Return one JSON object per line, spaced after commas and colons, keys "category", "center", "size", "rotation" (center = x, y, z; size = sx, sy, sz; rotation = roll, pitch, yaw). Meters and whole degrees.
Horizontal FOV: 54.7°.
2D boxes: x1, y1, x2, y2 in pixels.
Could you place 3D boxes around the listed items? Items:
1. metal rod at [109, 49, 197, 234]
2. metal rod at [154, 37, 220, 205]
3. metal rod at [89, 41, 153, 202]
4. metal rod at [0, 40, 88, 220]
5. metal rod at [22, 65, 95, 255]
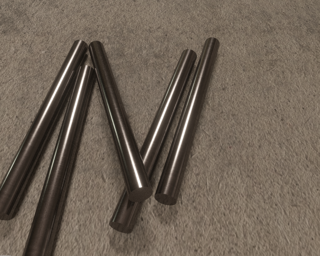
{"category": "metal rod", "center": [0.004, -0.008, 0.409], "size": [0.025, 0.025, 0.300], "rotation": [13, 51, 11]}
{"category": "metal rod", "center": [0.047, -0.032, 0.430], "size": [0.025, 0.025, 0.300], "rotation": [13, 51, 10]}
{"category": "metal rod", "center": [-0.063, -0.034, 0.412], "size": [0.025, 0.025, 0.300], "rotation": [-13, 46, -11]}
{"category": "metal rod", "center": [-0.150, -0.022, 0.419], "size": [0.025, 0.025, 0.300], "rotation": [6, 50, 4]}
{"category": "metal rod", "center": [-0.116, 0.029, 0.377], "size": [0.025, 0.025, 0.300], "rotation": [1, 50, 1]}
